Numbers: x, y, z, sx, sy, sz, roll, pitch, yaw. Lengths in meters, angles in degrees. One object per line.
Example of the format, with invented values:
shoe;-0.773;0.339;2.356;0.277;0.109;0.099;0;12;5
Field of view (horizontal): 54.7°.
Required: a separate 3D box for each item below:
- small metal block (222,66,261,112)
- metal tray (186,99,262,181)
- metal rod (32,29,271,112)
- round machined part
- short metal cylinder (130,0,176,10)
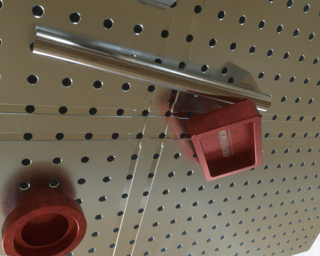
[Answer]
small metal block;0.112;-0.050;0.444;0.050;0.025;0.050;-44;130;2
metal tray;0.096;0.023;0.441;0.090;0.030;0.130;-18;141;5
metal rod;0.013;-0.059;0.364;0.302;0.025;0.025;10;113;-27
round machined part;-0.148;0.123;0.397;0.099;0.042;0.097;-14;125;-21
short metal cylinder;-0.011;-0.153;0.276;0.050;0.080;0.079;7;115;-32
